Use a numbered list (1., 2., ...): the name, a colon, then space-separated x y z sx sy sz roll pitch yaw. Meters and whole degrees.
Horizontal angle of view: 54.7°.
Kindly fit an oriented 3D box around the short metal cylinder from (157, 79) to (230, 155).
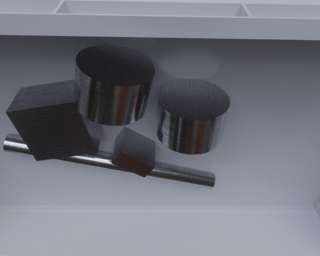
1. short metal cylinder: 0.037 -0.015 0.361 0.081 0.080 0.050 2 130 -2

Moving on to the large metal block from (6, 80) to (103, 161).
1. large metal block: -0.124 -0.009 0.383 0.080 0.050 0.080 -8 130 6

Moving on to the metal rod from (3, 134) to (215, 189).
1. metal rod: -0.064 0.051 0.451 0.302 0.025 0.025 12 129 -11

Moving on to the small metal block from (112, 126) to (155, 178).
1. small metal block: -0.035 0.032 0.420 0.050 0.050 0.025 28 125 -22

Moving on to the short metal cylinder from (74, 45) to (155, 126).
1. short metal cylinder: -0.050 -0.047 0.332 0.081 0.080 0.050 9 130 -9
